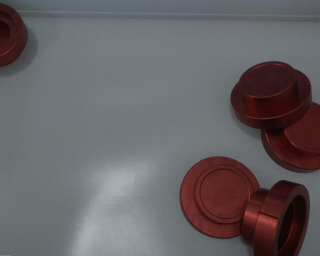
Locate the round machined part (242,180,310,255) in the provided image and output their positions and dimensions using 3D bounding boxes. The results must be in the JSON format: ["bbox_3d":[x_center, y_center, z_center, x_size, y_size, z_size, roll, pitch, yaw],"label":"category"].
[{"bbox_3d":[0.127,0.105,0.344,0.042,0.098,0.098,11,65,43],"label":"round machined part"}]

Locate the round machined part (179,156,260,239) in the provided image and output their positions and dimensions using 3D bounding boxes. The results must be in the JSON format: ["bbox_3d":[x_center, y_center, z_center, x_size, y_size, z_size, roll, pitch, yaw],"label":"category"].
[{"bbox_3d":[0.074,0.081,0.372,0.099,0.042,0.098,0,70,-1],"label":"round machined part"}]

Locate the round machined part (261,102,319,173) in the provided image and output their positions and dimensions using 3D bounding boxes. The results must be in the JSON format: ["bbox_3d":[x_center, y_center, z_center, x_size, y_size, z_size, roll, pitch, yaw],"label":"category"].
[{"bbox_3d":[0.187,0.006,0.401,0.099,0.042,0.098,0,70,-1],"label":"round machined part"}]

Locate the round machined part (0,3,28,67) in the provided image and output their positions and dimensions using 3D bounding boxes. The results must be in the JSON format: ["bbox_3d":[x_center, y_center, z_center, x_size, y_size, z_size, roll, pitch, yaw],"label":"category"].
[{"bbox_3d":[-0.239,-0.127,0.444,0.099,0.042,0.098,0,70,-1],"label":"round machined part"}]

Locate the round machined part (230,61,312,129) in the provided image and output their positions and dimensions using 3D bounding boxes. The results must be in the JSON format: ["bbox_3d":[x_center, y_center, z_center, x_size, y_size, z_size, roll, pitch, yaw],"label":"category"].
[{"bbox_3d":[0.139,-0.048,0.396,0.098,0.042,0.098,-16,43,15],"label":"round machined part"}]
